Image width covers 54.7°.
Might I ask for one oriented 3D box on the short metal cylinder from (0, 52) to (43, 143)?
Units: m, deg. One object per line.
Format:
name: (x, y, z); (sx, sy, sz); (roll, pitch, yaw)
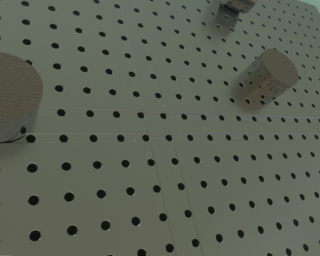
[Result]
short metal cylinder: (-0.167, -0.031, 0.322); (0.081, 0.050, 0.080); (14, 56, -21)

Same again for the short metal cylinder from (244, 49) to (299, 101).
short metal cylinder: (0.202, -0.096, 0.563); (0.081, 0.050, 0.080); (14, 56, -21)

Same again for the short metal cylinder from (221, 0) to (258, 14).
short metal cylinder: (0.169, -0.285, 0.641); (0.050, 0.080, 0.080); (18, 55, -19)
